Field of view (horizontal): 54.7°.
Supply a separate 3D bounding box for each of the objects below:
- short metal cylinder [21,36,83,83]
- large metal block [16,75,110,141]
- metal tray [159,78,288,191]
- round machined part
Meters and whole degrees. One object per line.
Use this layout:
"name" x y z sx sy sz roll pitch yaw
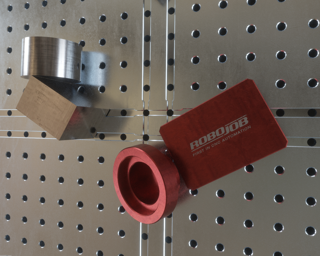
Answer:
"short metal cylinder" -0.152 -0.093 0.437 0.080 0.080 0.050 3 91 20
"large metal block" -0.132 -0.026 0.430 0.080 0.080 0.050 33 101 17
"metal tray" 0.076 0.010 0.383 0.130 0.030 0.090 -29 81 17
"round machined part" -0.013 0.068 0.395 0.098 0.042 0.097 13 109 42
